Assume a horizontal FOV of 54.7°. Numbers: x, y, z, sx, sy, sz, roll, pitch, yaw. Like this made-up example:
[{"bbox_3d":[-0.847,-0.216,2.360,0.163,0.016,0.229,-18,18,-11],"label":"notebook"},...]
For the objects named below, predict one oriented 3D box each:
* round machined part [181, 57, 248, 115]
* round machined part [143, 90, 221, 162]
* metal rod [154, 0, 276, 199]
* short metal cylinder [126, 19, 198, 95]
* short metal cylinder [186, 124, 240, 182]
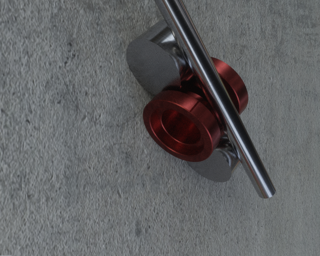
[{"bbox_3d":[0.064,-0.043,0.414,0.042,0.098,0.098,-45,117,-26],"label":"round machined part"},{"bbox_3d":[0.031,-0.007,0.385,0.042,0.098,0.098,-49,120,-33],"label":"round machined part"},{"bbox_3d":[0.075,-0.026,0.367,0.025,0.025,0.299,-48,119,-29],"label":"metal rod"},{"bbox_3d":[0.006,-0.084,0.377,0.050,0.080,0.080,-47,118,-30],"label":"short metal cylinder"},{"bbox_3d":[0.077,0.030,0.437,0.050,0.080,0.080,-47,118,-30],"label":"short metal cylinder"}]
